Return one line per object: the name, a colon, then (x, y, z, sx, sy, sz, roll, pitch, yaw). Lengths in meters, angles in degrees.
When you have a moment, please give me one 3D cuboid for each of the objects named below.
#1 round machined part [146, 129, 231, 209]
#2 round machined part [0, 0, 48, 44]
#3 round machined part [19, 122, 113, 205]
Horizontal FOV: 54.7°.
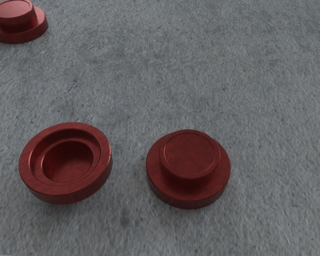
round machined part: (0.033, 0.040, 0.359, 0.099, 0.042, 0.098, 0, 50, 0)
round machined part: (-0.256, -0.196, 0.554, 0.099, 0.042, 0.098, 0, 50, 0)
round machined part: (-0.103, 0.043, 0.355, 0.099, 0.042, 0.098, 0, 50, 0)
